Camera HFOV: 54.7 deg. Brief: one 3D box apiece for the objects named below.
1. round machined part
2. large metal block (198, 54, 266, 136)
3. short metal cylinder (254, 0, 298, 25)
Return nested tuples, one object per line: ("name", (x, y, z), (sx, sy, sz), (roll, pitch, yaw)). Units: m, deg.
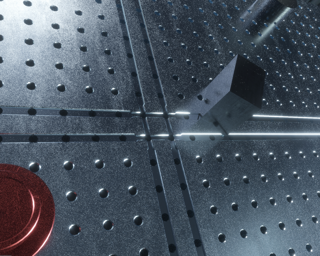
("round machined part", (-0.144, 0.076, 0.273), (0.099, 0.042, 0.098), (14, 56, -21))
("large metal block", (0.106, -0.047, 0.459), (0.050, 0.080, 0.080), (29, 52, -10))
("short metal cylinder", (0.263, -0.283, 0.706), (0.081, 0.050, 0.080), (13, 56, -21))
